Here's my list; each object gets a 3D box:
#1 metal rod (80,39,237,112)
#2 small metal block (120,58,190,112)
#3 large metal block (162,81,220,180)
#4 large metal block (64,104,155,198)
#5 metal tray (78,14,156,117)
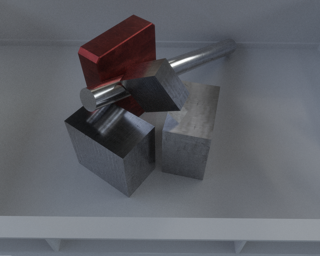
[{"bbox_3d":[0.022,-0.083,0.415,0.025,0.025,0.302,34,41,25],"label":"metal rod"},{"bbox_3d":[-0.005,-0.043,0.327,0.050,0.050,0.025,0,51,42],"label":"small metal block"},{"bbox_3d":[0.036,0.003,0.367,0.050,0.080,0.080,10,51,8],"label":"large metal block"},{"bbox_3d":[-0.053,0.021,0.351,0.080,0.080,0.050,29,56,22],"label":"large metal block"},{"bbox_3d":[-0.045,-0.061,0.385,0.030,0.129,0.090,33,58,25],"label":"metal tray"}]
